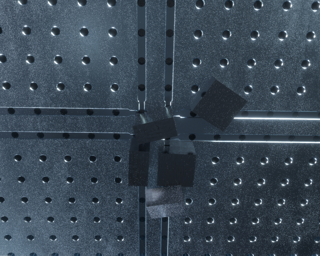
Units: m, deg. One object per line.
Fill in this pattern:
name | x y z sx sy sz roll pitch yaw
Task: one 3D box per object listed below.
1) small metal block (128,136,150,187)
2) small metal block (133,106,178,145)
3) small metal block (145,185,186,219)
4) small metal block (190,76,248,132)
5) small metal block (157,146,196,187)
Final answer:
small metal block | -0.027 0.043 0.416 0.025 0.050 0.050 3 110 -2
small metal block | -0.006 -0.005 0.398 0.050 0.050 0.025 -13 110 4
small metal block | 0.008 0.106 0.440 0.050 0.025 0.050 -8 145 2
small metal block | 0.075 -0.032 0.403 0.050 0.025 0.050 32 107 -12
small metal block | 0.022 0.054 0.434 0.050 0.025 0.050 3 110 -2
